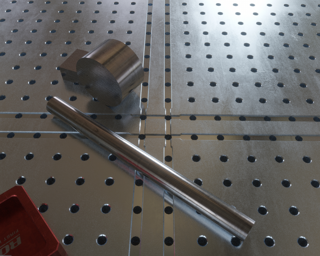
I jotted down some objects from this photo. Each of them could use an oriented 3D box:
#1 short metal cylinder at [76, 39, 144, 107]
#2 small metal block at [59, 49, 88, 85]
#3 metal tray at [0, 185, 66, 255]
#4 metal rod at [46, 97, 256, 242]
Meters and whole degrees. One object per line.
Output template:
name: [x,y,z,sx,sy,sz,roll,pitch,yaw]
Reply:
short metal cylinder: [-0.070,-0.077,0.436,0.080,0.080,0.050,27,55,20]
small metal block: [-0.120,-0.094,0.485,0.050,0.025,0.050,18,52,14]
metal tray: [-0.171,0.126,0.295,0.131,0.030,0.090,-33,58,-25]
metal rod: [-0.028,0.037,0.376,0.300,0.025,0.025,30,56,22]
